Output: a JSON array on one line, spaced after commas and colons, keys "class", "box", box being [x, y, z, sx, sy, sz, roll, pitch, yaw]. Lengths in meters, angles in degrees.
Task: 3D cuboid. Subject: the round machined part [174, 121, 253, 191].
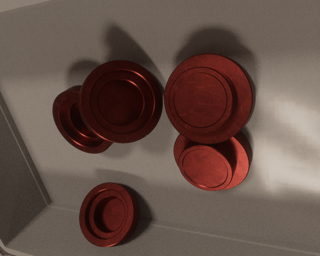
[{"class": "round machined part", "box": [0.062, 0.040, 0.389, 0.098, 0.042, 0.097, 13, 124, 20]}]

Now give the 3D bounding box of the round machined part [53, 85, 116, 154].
[{"class": "round machined part", "box": [-0.098, -0.016, 0.438, 0.098, 0.042, 0.097, 13, 124, 20]}]

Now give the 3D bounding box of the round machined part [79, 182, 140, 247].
[{"class": "round machined part", "box": [-0.077, 0.140, 0.500, 0.098, 0.098, 0.042, 6, 163, 24]}]

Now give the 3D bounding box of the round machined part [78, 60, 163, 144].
[{"class": "round machined part", "box": [-0.050, -0.030, 0.379, 0.098, 0.098, 0.042, 55, 162, -11]}]

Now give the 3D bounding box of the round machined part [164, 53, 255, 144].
[{"class": "round machined part", "box": [0.049, -0.030, 0.332, 0.098, 0.042, 0.097, 4, 99, 24]}]
